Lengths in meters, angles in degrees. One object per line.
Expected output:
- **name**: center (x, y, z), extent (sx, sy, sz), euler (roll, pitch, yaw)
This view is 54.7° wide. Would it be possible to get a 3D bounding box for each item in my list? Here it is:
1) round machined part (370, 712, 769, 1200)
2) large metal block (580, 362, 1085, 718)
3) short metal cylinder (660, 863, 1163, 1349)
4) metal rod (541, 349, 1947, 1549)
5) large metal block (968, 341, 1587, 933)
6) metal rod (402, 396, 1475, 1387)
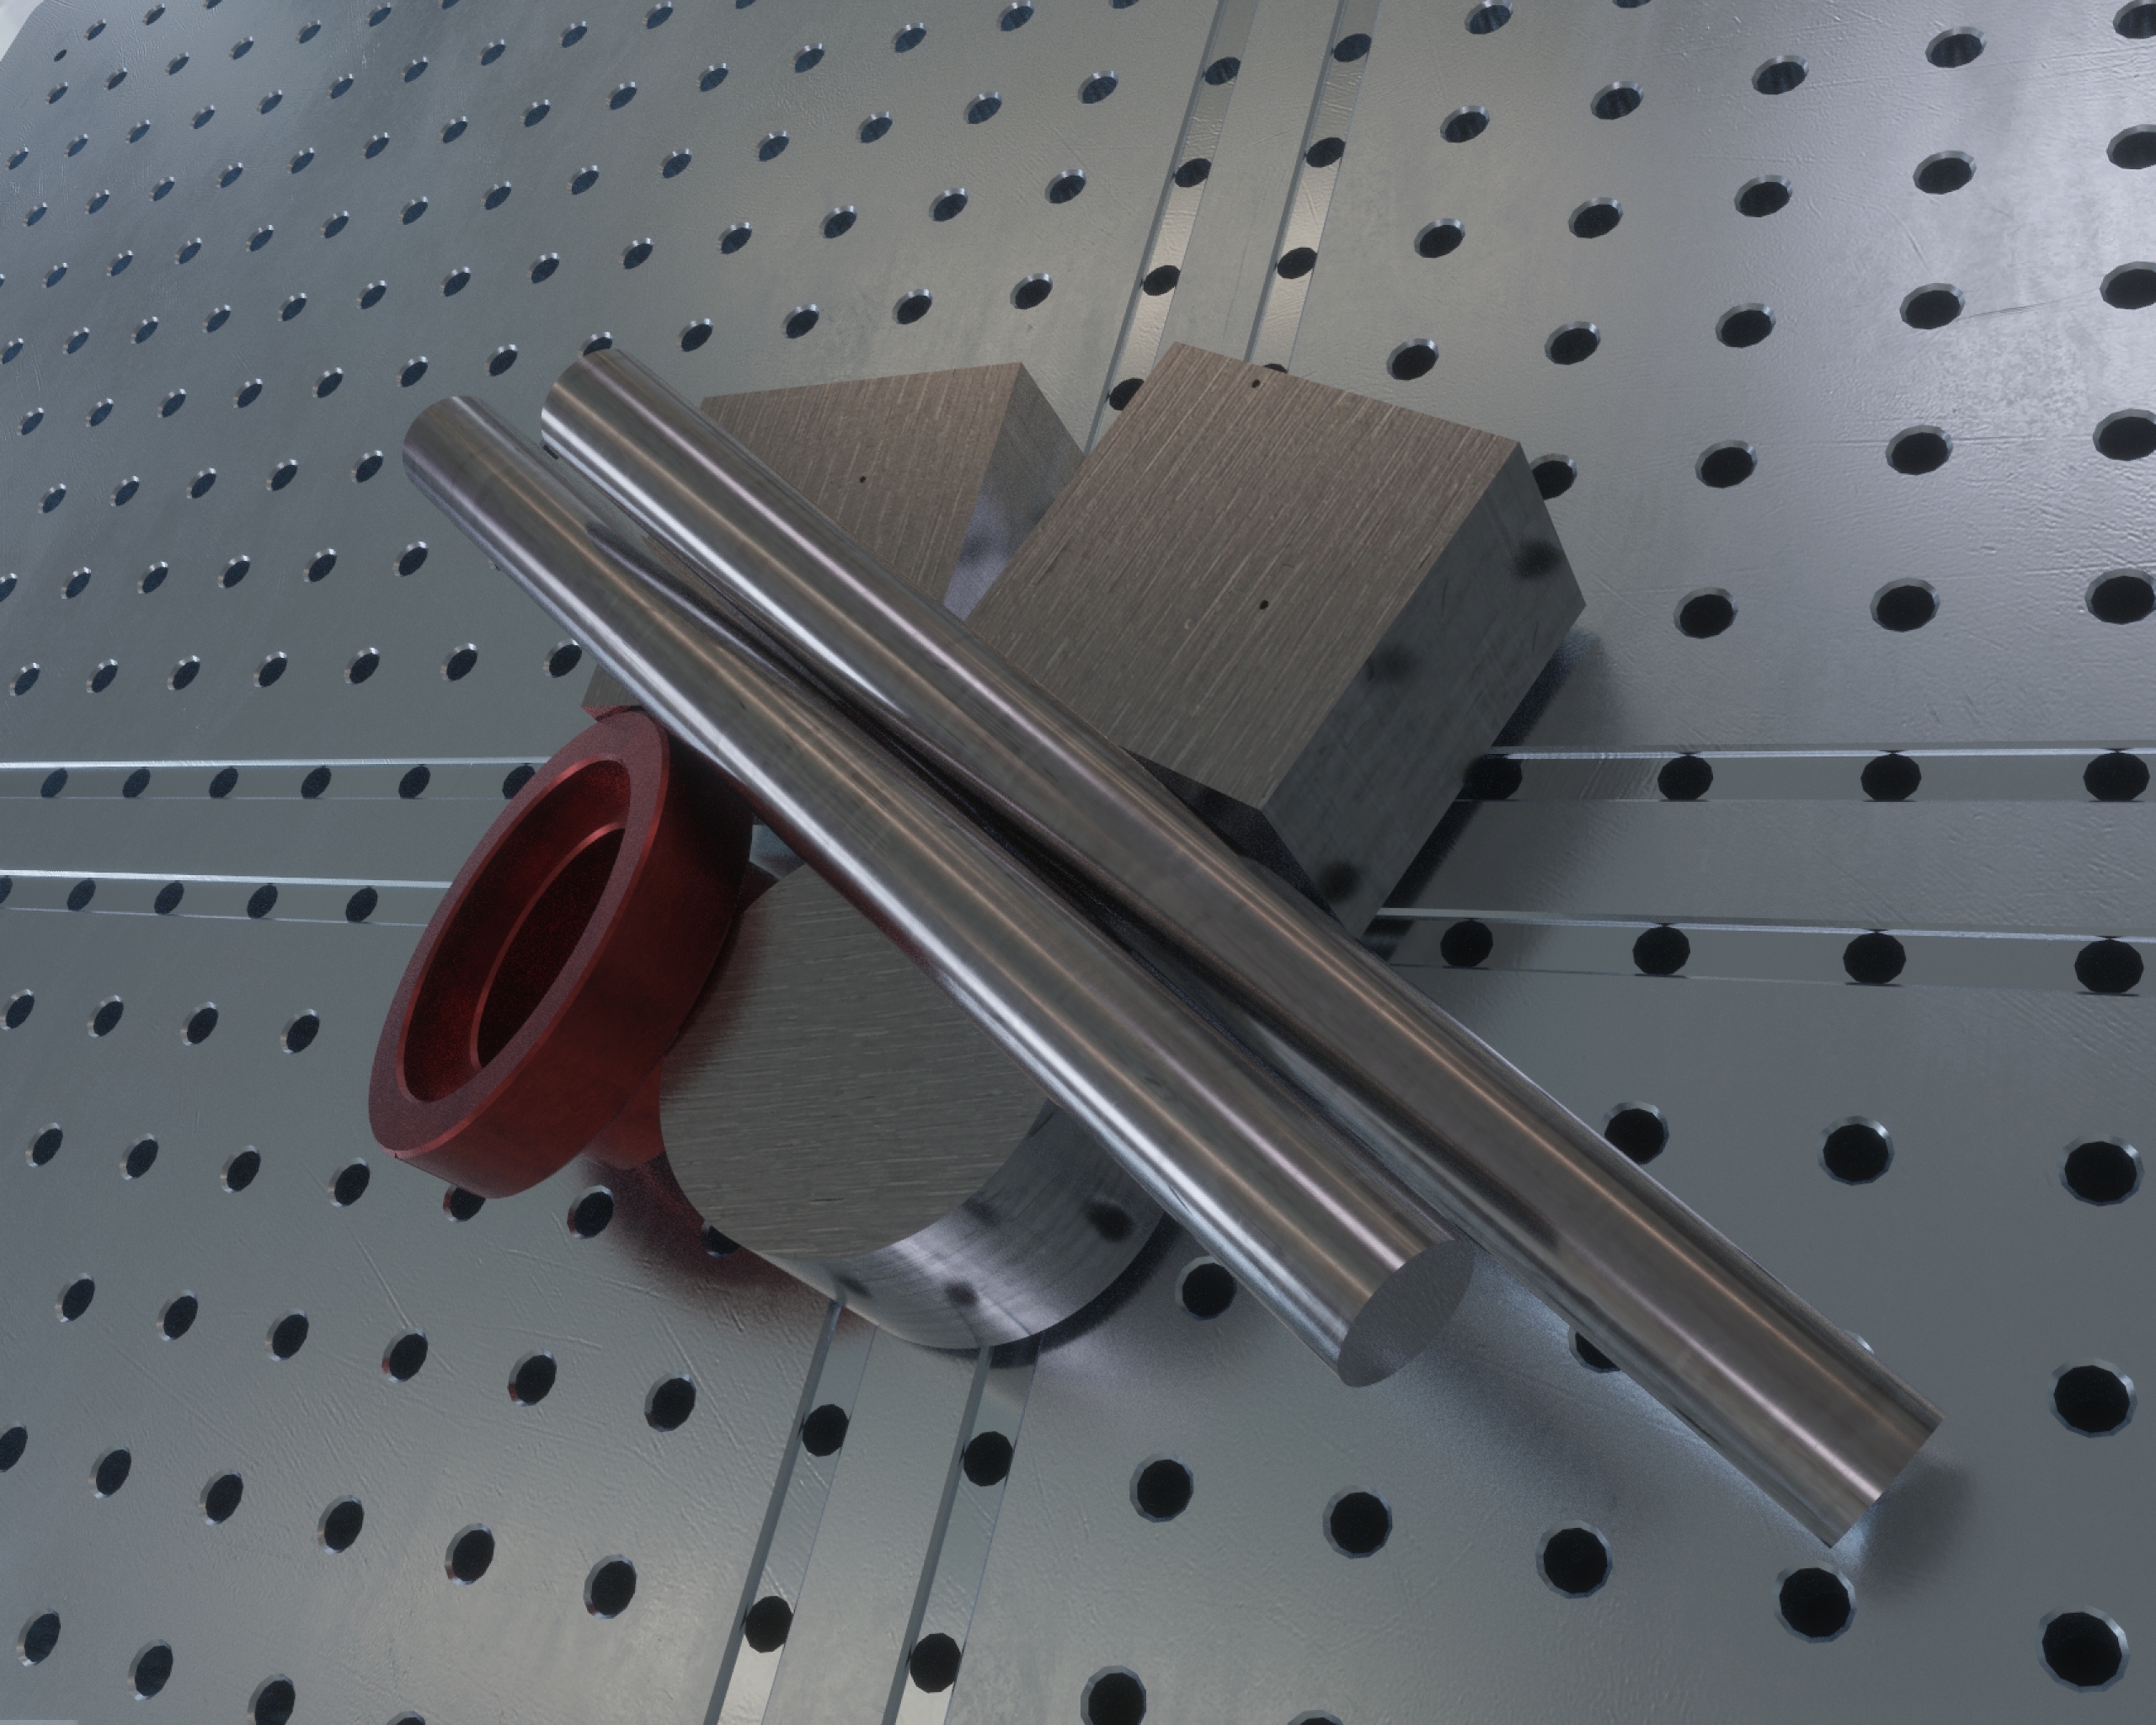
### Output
- **round machined part**: center (-0.094, 0.022, 0.414), extent (0.098, 0.042, 0.098), euler (-35, 36, 31)
- **large metal block**: center (-0.046, -0.054, 0.441), extent (0.080, 0.050, 0.080), euler (1, 62, 28)
- **short metal cylinder**: center (-0.027, 0.041, 0.375), extent (0.080, 0.050, 0.080), euler (-13, 56, 21)
- **metal rod**: center (0.009, -0.002, 0.352), extent (0.300, 0.025, 0.025), euler (40, 85, 24)
- **large metal block**: center (0.035, -0.043, 0.394), extent (0.080, 0.050, 0.080), euler (27, 77, 37)
- **metal rod**: center (-0.047, -0.016, 0.372), extent (0.025, 0.025, 0.300), euler (-47, 52, -4)
